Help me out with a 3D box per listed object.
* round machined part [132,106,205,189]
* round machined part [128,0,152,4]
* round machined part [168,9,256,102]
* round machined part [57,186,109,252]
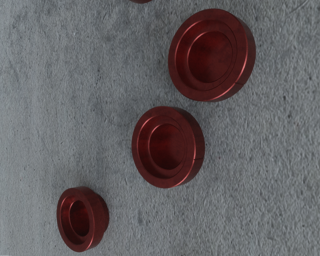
[{"bbox_3d":[0.014,0.023,0.382,0.098,0.042,0.097,0,90,40],"label":"round machined part"},{"bbox_3d":[-0.016,-0.213,0.407,0.098,0.042,0.097,0,90,40],"label":"round machined part"},{"bbox_3d":[0.060,-0.077,0.344,0.098,0.042,0.097,0,90,40],"label":"round machined part"},{"bbox_3d":[-0.119,0.141,0.492,0.098,0.042,0.097,0,90,40],"label":"round machined part"}]
